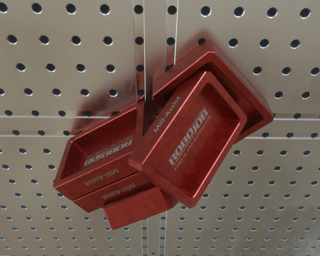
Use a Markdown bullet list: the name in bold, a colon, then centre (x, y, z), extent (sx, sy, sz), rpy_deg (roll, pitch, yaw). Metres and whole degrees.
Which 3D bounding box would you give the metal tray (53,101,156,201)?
- **metal tray**: centre (-0.067, 0.028, 0.391), extent (0.130, 0.090, 0.030), rpy_deg (-26, 126, 20)

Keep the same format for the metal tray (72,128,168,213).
- **metal tray**: centre (-0.050, 0.048, 0.407), extent (0.130, 0.090, 0.030), rpy_deg (-26, 126, 20)

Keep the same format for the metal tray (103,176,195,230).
- **metal tray**: centre (-0.007, 0.093, 0.430), extent (0.090, 0.131, 0.030), rpy_deg (-25, 84, 20)

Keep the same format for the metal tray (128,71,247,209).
- **metal tray**: centre (0.036, 0.012, 0.348), extent (0.090, 0.030, 0.130), rpy_deg (43, 73, -30)

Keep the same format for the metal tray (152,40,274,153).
- **metal tray**: centre (0.066, -0.032, 0.380), extent (0.090, 0.030, 0.130), rpy_deg (-36, 122, 26)
